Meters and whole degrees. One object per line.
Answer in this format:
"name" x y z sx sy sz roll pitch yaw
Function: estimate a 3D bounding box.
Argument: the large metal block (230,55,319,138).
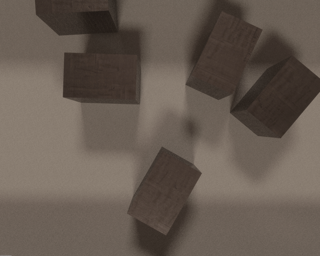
"large metal block" 0.141 -0.035 0.386 0.050 0.080 0.080 40 90 -1

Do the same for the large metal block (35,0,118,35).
"large metal block" -0.099 -0.153 0.383 0.081 0.080 0.050 -4 90 -1

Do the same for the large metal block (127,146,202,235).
"large metal block" 0.005 0.072 0.384 0.050 0.080 0.080 30 90 -1

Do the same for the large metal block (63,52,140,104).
"large metal block" -0.067 -0.058 0.383 0.081 0.080 0.050 2 90 -1

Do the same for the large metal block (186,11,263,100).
"large metal block" 0.075 -0.085 0.385 0.050 0.080 0.080 25 90 -1
